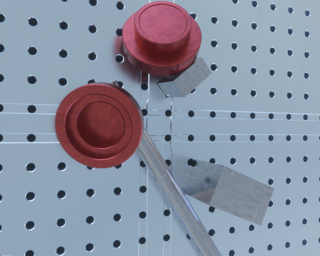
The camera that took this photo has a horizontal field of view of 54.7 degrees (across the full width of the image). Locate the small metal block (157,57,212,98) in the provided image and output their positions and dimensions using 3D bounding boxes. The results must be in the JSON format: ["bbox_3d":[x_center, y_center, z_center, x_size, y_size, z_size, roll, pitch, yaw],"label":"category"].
[{"bbox_3d":[0.032,-0.066,0.410,0.050,0.050,0.025,-42,108,-15],"label":"small metal block"}]

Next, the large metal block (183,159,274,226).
[{"bbox_3d":[0.088,0.084,0.416,0.080,0.080,0.050,25,82,-19],"label":"large metal block"}]

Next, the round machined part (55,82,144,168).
[{"bbox_3d":[-0.067,-0.005,0.365,0.099,0.042,0.097,1,104,4],"label":"round machined part"}]

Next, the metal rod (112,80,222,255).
[{"bbox_3d":[0.009,0.073,0.416,0.025,0.025,0.299,-34,101,-17],"label":"metal rod"}]

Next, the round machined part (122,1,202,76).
[{"bbox_3d":[0.003,-0.116,0.382,0.099,0.042,0.098,1,64,-3],"label":"round machined part"}]
